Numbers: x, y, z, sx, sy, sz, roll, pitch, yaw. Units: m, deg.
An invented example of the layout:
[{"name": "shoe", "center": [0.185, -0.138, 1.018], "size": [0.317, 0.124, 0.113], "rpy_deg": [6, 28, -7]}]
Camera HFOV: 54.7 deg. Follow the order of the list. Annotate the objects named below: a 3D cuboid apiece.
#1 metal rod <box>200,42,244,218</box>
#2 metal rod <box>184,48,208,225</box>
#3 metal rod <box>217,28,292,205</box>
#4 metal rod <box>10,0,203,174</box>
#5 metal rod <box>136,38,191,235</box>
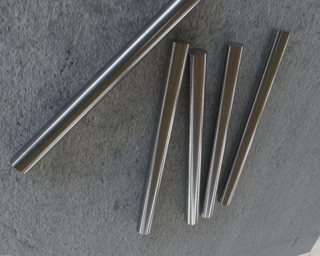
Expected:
[{"name": "metal rod", "center": [0.088, 0.021, 0.469], "size": [0.025, 0.025, 0.298], "rpy_deg": [-11, 124, -23]}, {"name": "metal rod", "center": [0.050, 0.033, 0.456], "size": [0.025, 0.025, 0.298], "rpy_deg": [-16, 125, -20]}, {"name": "metal rod", "center": [0.139, -0.002, 0.484], "size": [0.025, 0.025, 0.298], "rpy_deg": [-4, 120, -27]}, {"name": "metal rod", "center": [-0.050, -0.063, 0.341], "size": [0.300, 0.025, 0.025], "rpy_deg": [-44, 130, 2]}, {"name": "metal rod", "center": [-0.001, 0.030, 0.426], "size": [0.025, 0.025, 0.298], "rpy_deg": [-4, 121, -27]}]
